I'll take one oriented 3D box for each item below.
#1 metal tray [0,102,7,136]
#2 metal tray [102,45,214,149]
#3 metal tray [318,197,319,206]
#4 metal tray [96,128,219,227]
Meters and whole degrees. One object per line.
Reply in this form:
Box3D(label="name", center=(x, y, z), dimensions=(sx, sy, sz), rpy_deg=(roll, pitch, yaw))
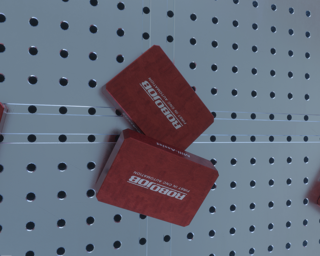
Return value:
Box3D(label="metal tray", center=(-0.226, 0.026, 0.326), dimensions=(0.091, 0.030, 0.129), rpy_deg=(14, 85, -20))
Box3D(label="metal tray", center=(0.000, -0.031, 0.410), dimensions=(0.090, 0.030, 0.130), rpy_deg=(-43, 104, -15))
Box3D(label="metal tray", center=(0.338, 0.101, 0.533), dimensions=(0.090, 0.030, 0.130), rpy_deg=(38, 78, -16))
Box3D(label="metal tray", center=(-0.003, 0.066, 0.391), dimensions=(0.131, 0.030, 0.090), rpy_deg=(23, 105, -19))
